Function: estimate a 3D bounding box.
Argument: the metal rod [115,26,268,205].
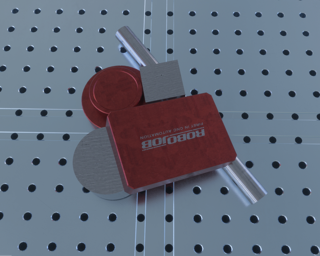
[{"bbox_3d":[0.033,-0.028,0.418,0.025,0.025,0.300,-35,74,-12],"label":"metal rod"}]

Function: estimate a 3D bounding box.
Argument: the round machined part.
[{"bbox_3d":[-0.056,-0.042,0.412,0.099,0.042,0.098,0,70,1],"label":"round machined part"}]

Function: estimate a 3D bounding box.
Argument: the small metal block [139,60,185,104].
[{"bbox_3d":[0.003,-0.056,0.403,0.050,0.025,0.050,-11,73,1],"label":"small metal block"}]

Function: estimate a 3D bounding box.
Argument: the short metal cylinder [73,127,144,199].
[{"bbox_3d":[-0.059,0.044,0.378,0.081,0.050,0.080,0,70,0],"label":"short metal cylinder"}]

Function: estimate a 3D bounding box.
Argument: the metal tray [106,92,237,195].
[{"bbox_3d":[0.012,0.015,0.359,0.131,0.030,0.090,-13,70,-18],"label":"metal tray"}]
